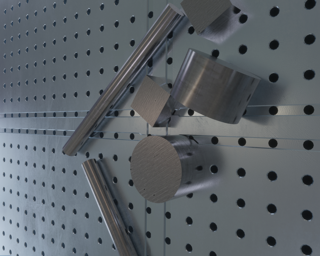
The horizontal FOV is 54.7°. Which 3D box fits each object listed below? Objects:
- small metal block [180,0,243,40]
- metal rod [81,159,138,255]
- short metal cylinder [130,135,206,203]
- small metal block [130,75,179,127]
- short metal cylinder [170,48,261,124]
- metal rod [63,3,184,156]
[{"bbox_3d":[0.059,-0.141,0.361,0.050,0.025,0.050,-37,68,34],"label":"small metal block"},{"bbox_3d":[-0.049,0.178,0.449,0.025,0.025,0.299,-43,64,31],"label":"metal rod"},{"bbox_3d":[0.009,0.049,0.385,0.080,0.050,0.079,0,90,40],"label":"short metal cylinder"},{"bbox_3d":[-0.006,-0.036,0.414,0.050,0.025,0.050,43,116,31],"label":"small metal block"},{"bbox_3d":[0.057,-0.045,0.326,0.080,0.081,0.050,36,112,34],"label":"short metal cylinder"},{"bbox_3d":[-0.069,-0.056,0.465,0.299,0.025,0.025,-47,62,29],"label":"metal rod"}]
